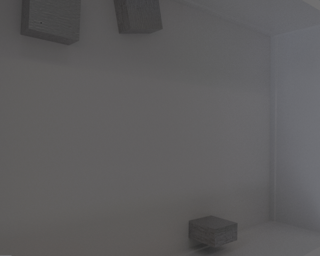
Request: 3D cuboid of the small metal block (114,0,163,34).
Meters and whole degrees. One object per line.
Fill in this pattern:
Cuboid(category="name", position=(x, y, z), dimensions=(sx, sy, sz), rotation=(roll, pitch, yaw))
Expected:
Cuboid(category="small metal block", position=(-0.027, -0.145, 0.383), dimensions=(0.050, 0.025, 0.050), rotation=(-15, 100, -39))

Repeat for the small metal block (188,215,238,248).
Cuboid(category="small metal block", position=(0.078, 0.151, 0.456), dimensions=(0.050, 0.050, 0.025), rotation=(2, 89, -40))

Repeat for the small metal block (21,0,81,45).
Cuboid(category="small metal block", position=(-0.110, -0.116, 0.314), dimensions=(0.050, 0.025, 0.050), rotation=(3, 88, -40))

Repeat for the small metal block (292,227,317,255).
Cuboid(category="small metal block", position=(0.315, 0.253, 0.674), dimensions=(0.050, 0.025, 0.050), rotation=(-15, 100, -39))
